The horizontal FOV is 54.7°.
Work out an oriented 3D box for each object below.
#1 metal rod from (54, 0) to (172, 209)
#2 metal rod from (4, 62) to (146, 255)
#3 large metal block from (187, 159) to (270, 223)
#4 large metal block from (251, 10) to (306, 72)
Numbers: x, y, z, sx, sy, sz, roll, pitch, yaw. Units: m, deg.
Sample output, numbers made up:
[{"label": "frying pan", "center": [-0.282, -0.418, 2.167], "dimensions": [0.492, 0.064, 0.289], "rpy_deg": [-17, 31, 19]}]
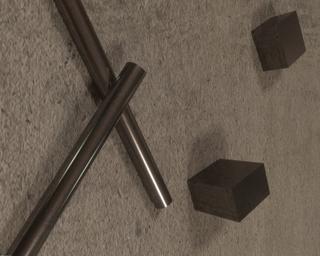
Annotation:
[{"label": "metal rod", "center": [-0.052, -0.031, 0.362], "dimensions": [0.025, 0.025, 0.299], "rpy_deg": [-37, 113, -34]}, {"label": "metal rod", "center": [-0.097, 0.060, 0.306], "dimensions": [0.025, 0.025, 0.300], "rpy_deg": [40, 71, -33]}, {"label": "large metal block", "center": [0.101, 0.087, 0.457], "dimensions": [0.081, 0.080, 0.050], "rpy_deg": [-26, 107, -37]}, {"label": "large metal block", "center": [0.224, -0.162, 0.579], "dimensions": [0.080, 0.050, 0.080], "rpy_deg": [-38, 114, -34]}]
